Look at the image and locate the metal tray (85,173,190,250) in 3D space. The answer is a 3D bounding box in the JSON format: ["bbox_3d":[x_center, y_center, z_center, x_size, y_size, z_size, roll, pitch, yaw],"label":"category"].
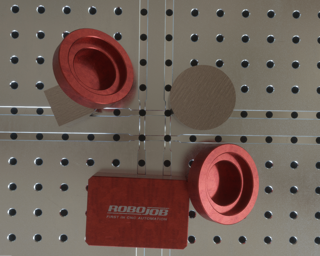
[{"bbox_3d":[-0.028,0.109,0.411,0.131,0.030,0.089,3,90,-1],"label":"metal tray"}]

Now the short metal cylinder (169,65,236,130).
[{"bbox_3d":[0.052,-0.037,0.402,0.081,0.050,0.079,0,90,-1],"label":"short metal cylinder"}]

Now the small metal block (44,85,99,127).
[{"bbox_3d":[-0.117,-0.035,0.412,0.050,0.025,0.050,-23,90,-1],"label":"small metal block"}]

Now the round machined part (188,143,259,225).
[{"bbox_3d":[0.075,0.069,0.392,0.099,0.042,0.097,3,84,-30],"label":"round machined part"}]

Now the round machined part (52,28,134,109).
[{"bbox_3d":[-0.085,-0.070,0.387,0.099,0.042,0.098,14,67,-35],"label":"round machined part"}]
